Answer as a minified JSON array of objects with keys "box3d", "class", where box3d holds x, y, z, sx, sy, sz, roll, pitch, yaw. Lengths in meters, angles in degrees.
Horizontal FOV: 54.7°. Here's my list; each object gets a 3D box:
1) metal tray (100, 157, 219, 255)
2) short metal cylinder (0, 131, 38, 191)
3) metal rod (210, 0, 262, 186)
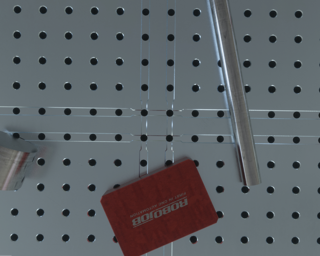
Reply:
[{"box3d":[-0.001,0.104,0.411,0.131,0.030,0.090,-23,90,0],"class":"metal tray"},{"box3d":[-0.202,0.037,0.384,0.080,0.080,0.050,24,90,0],"class":"short metal cylinder"},{"box3d":[0.097,-0.073,0.413,0.025,0.025,0.298,-10,90,0],"class":"metal rod"}]
